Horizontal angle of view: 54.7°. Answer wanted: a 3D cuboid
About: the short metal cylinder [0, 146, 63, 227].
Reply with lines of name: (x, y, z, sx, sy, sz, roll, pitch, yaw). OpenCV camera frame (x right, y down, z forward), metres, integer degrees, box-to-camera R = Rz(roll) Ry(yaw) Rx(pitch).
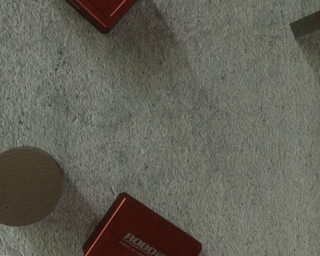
short metal cylinder: (-0.150, 0.061, 0.341, 0.081, 0.050, 0.080, 0, 90, -20)

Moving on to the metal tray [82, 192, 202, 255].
metal tray: (-0.020, 0.155, 0.399, 0.130, 0.030, 0.090, 38, 78, -16)

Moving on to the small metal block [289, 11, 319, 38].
small metal block: (0.244, -0.168, 0.486, 0.050, 0.050, 0.025, -28, 100, -18)

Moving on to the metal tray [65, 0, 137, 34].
metal tray: (-0.086, -0.192, 0.374, 0.130, 0.030, 0.090, 41, 77, -16)
